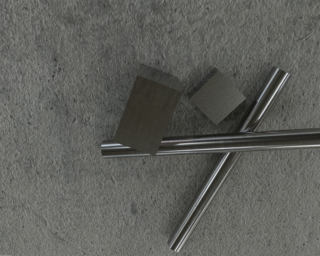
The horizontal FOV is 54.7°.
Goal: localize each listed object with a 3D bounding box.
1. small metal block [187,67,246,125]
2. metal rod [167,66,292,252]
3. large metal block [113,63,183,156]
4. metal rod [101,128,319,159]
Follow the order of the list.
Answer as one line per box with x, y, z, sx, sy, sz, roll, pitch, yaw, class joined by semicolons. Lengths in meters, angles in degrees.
0.072;-0.041;0.396;0.050;0.025;0.050;42;104;-14;small metal block
0.088;0.055;0.431;0.025;0.025;0.298;24;108;-9;metal rod
-0.015;-0.025;0.371;0.050;0.080;0.079;20;109;-8;large metal block
0.073;0.020;0.395;0.301;0.025;0.025;-4;110;9;metal rod
